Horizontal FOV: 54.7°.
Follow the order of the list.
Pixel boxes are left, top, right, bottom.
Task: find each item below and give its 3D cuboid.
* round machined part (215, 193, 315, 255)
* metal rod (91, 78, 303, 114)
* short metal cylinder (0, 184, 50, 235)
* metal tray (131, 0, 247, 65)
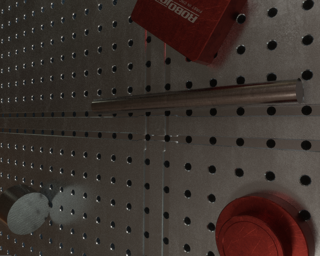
[{"bbox_3d":[0.099,0.119,0.316,0.098,0.042,0.097,0,90,39],"label":"round machined part"},{"bbox_3d":[0.018,-0.034,0.392,0.300,0.025,0.025,-1,90,39],"label":"metal rod"},{"bbox_3d":[-0.258,0.152,0.583,0.050,0.081,0.079,14,99,39],"label":"short metal cylinder"},{"bbox_3d":[0.029,-0.147,0.381,0.130,0.030,0.089,43,115,31],"label":"metal tray"}]
